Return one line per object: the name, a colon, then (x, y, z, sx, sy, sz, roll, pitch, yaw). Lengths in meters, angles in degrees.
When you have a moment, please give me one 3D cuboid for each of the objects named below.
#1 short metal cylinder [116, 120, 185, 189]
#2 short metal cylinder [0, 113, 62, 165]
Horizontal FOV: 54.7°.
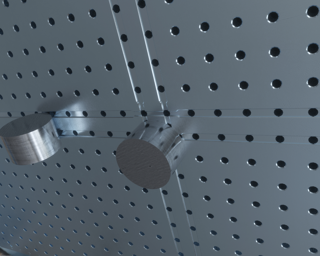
short metal cylinder: (-0.012, 0.036, 0.424, 0.080, 0.050, 0.079, 13, 124, 21)
short metal cylinder: (-0.205, 0.016, 0.494, 0.080, 0.080, 0.050, 3, 120, 26)
